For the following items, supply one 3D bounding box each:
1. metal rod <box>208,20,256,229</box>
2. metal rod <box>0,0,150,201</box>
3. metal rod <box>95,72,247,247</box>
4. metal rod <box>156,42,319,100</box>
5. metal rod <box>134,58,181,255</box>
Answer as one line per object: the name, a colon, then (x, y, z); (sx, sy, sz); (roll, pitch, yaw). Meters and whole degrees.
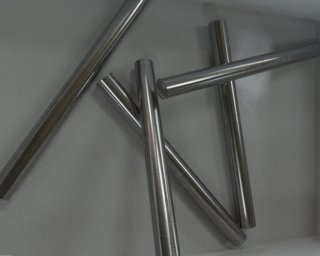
metal rod: (0.105, -0.003, 0.449); (0.025, 0.025, 0.298); (-11, 94, -20)
metal rod: (-0.100, -0.050, 0.373); (0.025, 0.025, 0.300); (36, 78, -17)
metal rod: (0.023, 0.051, 0.418); (0.025, 0.025, 0.300); (-43, 104, -15)
metal rod: (0.129, -0.087, 0.434); (0.302, 0.025, 0.025); (-18, 96, -28)
metal rod: (-0.002, 0.053, 0.345); (0.025, 0.025, 0.299); (1, 65, -20)
